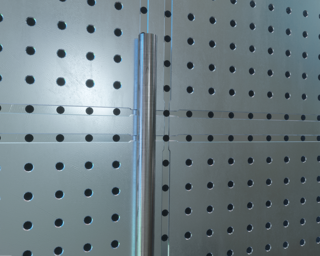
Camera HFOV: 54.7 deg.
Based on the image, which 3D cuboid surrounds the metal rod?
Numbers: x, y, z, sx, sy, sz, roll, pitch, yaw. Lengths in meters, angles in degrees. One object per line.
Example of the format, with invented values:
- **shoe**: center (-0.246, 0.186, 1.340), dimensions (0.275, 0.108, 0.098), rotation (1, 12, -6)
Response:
- **metal rod**: center (-0.018, 0.028, 0.406), dimensions (0.025, 0.025, 0.298), rotation (1, 90, -20)
